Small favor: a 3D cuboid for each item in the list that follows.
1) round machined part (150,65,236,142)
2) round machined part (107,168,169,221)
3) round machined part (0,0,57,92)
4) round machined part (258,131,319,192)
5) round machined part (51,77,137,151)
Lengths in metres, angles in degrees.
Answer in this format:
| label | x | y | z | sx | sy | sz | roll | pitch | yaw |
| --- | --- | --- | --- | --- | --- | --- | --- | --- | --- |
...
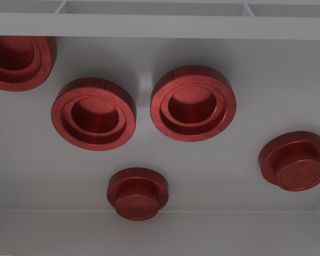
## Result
| label | x | y | z | sx | sy | sz | roll | pitch | yaw |
| --- | --- | --- | --- | --- | --- | --- | --- | --- | --- |
| round machined part | 0.038 | -0.033 | 0.370 | 0.099 | 0.042 | 0.097 | 0 | 130 | 0 |
| round machined part | -0.035 | 0.111 | 0.492 | 0.099 | 0.042 | 0.097 | 0 | 130 | 0 |
| round machined part | -0.156 | -0.089 | 0.319 | 0.099 | 0.042 | 0.097 | 0 | 132 | 0 |
| round machined part | 0.196 | 0.055 | 0.446 | 0.099 | 0.042 | 0.097 | 0 | 130 | 0 |
| round machined part | -0.078 | -0.021 | 0.379 | 0.099 | 0.042 | 0.097 | 0 | 130 | 0 |
